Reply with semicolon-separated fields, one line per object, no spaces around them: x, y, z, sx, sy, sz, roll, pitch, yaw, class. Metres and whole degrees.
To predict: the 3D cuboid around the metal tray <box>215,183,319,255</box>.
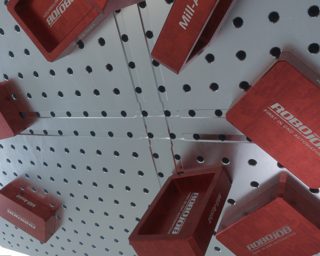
0.149;0.140;0.416;0.090;0.030;0.129;40;129;1;metal tray

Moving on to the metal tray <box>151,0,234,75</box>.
0.046;-0.119;0.271;0.030;0.090;0.129;34;129;6;metal tray

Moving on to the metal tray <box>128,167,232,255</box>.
0.030;0.104;0.393;0.090;0.131;0.030;-15;110;34;metal tray

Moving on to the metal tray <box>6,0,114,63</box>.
-0.122;-0.152;0.379;0.130;0.030;0.090;-28;103;37;metal tray

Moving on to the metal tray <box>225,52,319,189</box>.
0.148;-0.005;0.327;0.130;0.030;0.090;39;129;1;metal tray

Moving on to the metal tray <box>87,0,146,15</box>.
-0.006;-0.150;0.254;0.030;0.131;0.090;41;129;0;metal tray

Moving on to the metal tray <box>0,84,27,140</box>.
-0.310;-0.022;0.560;0.130;0.030;0.090;-11;113;32;metal tray

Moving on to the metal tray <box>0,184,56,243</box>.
-0.293;0.188;0.681;0.130;0.030;0.089;26;128;12;metal tray
